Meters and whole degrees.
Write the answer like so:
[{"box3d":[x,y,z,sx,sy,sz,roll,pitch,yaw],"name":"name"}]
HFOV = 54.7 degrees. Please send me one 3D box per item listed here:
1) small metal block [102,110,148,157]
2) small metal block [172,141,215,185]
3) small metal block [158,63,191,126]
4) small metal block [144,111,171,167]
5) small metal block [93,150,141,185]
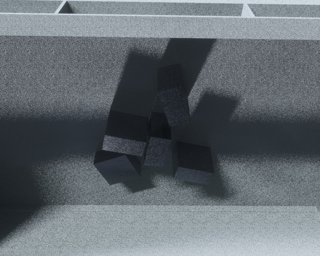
[{"box3d":[-0.044,0.006,0.397,0.050,0.050,0.025,11,129,-9],"name":"small metal block"},{"box3d":[0.045,0.048,0.434,0.050,0.050,0.025,11,129,-10],"name":"small metal block"},{"box3d":[0.016,-0.039,0.360,0.025,0.050,0.050,-12,129,10],"name":"small metal block"},{"box3d":[-0.004,0.015,0.405,0.025,0.050,0.050,9,130,-8],"name":"small metal block"},{"box3d":[-0.061,0.054,0.454,0.050,0.025,0.050,-17,128,14],"name":"small metal block"}]
